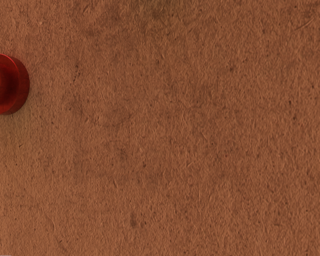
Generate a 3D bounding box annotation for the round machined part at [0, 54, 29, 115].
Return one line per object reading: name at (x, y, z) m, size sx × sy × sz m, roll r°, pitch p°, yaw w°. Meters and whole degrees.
round machined part at (-0.261, -0.070, 0.490) m, size 0.098 × 0.042 × 0.097 m, roll 0°, pitch 90°, yaw 19°
